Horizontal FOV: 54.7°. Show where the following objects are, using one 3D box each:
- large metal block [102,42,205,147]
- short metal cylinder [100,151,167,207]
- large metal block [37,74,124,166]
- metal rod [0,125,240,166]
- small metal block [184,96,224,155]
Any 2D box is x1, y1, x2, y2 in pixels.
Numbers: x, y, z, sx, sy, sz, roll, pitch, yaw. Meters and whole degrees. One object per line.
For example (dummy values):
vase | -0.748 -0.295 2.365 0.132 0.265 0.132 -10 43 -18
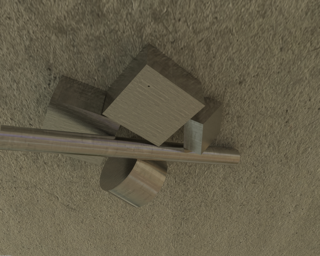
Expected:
large metal block | -0.007 -0.036 0.358 0.080 0.050 0.080 32 123 -25
short metal cylinder | -0.037 0.060 0.423 0.080 0.080 0.050 -36 122 26
large metal block | -0.097 -0.008 0.384 0.080 0.050 0.079 19 127 -16
metal rod | -0.026 0.025 0.376 0.302 0.025 0.025 7 132 -28
small metal block | 0.054 -0.003 0.387 0.025 0.050 0.050 24 137 27
